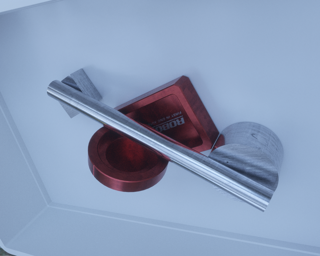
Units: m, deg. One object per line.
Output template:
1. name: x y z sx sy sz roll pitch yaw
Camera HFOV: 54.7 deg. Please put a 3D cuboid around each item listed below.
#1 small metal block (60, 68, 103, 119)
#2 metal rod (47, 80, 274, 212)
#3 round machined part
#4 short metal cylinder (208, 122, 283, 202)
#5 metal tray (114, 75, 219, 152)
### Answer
1. small metal block: -0.119 -0.048 0.437 0.050 0.025 0.050 -24 106 36
2. metal rod: -0.015 0.011 0.367 0.301 0.025 0.025 27 128 19
3. round machined part: -0.040 0.039 0.386 0.098 0.098 0.042 25 135 12
4. short metal cylinder: 0.099 0.040 0.362 0.080 0.050 0.079 13 124 20
5. metal tray: -0.002 -0.002 0.401 0.130 0.030 0.090 -21 108 35
